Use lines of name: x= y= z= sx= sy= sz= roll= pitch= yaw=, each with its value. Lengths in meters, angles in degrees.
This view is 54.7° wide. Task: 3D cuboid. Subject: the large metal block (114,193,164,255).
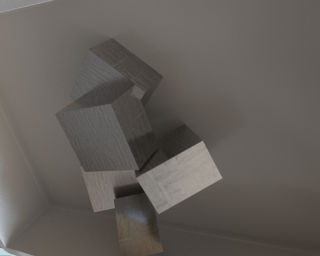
large metal block: x=-0.027 y=0.145 z=0.424 sx=0.050 sy=0.080 sz=0.080 roll=-11 pitch=144 yaw=-5

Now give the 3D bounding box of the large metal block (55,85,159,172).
large metal block: x=-0.059 y=0.003 z=0.359 sx=0.080 sy=0.050 sz=0.080 roll=-7 pitch=115 yaw=31

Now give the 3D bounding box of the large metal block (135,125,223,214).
large metal block: x=0.016 y=0.045 z=0.370 sx=0.080 sy=0.080 sz=0.050 roll=-29 pitch=106 yaw=-1

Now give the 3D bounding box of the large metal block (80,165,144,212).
large metal block: x=-0.062 y=0.065 z=0.440 sx=0.081 sy=0.050 sz=0.079 roll=-11 pitch=118 yaw=-5

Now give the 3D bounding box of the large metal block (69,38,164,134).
large metal block: x=-0.056 y=-0.051 z=0.389 sx=0.080 sy=0.050 sz=0.080 roll=38 pitch=129 yaw=2
